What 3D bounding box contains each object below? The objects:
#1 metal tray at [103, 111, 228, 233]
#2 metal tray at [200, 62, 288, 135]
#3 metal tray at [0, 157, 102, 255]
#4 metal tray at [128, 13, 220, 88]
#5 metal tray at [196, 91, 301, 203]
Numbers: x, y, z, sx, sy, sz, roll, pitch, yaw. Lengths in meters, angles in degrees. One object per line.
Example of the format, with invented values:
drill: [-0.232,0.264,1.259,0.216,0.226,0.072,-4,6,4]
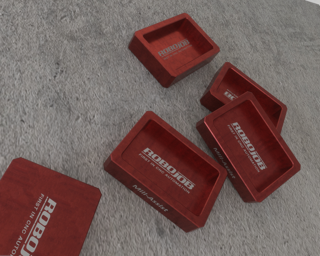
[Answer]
metal tray: [0.010,0.050,0.374,0.130,0.030,0.090,38,51,-3]
metal tray: [0.137,-0.037,0.496,0.130,0.030,0.090,36,51,-4]
metal tray: [-0.118,0.101,0.275,0.090,0.030,0.130,26,53,-13]
metal tray: [0.026,-0.127,0.491,0.090,0.030,0.131,49,51,6]
metal tray: [0.121,0.025,0.426,0.091,0.030,0.130,-30,85,-22]
